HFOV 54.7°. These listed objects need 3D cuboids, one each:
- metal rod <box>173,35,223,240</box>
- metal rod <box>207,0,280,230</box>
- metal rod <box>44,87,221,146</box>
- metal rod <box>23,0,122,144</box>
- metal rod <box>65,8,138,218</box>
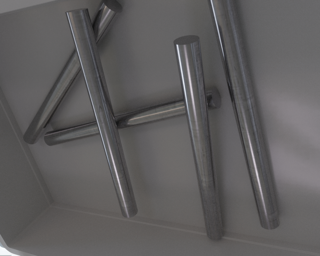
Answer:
[{"bbox_3d":[0.054,0.036,0.379,0.025,0.025,0.298,5,128,25],"label":"metal rod"},{"bbox_3d":[0.100,-0.005,0.352,0.025,0.025,0.298,-5,116,30],"label":"metal rod"},{"bbox_3d":[-0.059,-0.008,0.434,0.300,0.025,0.025,-12,112,33],"label":"metal rod"},{"bbox_3d":[-0.139,-0.061,0.444,0.025,0.025,0.299,45,129,-3],"label":"metal rod"},{"bbox_3d":[-0.069,0.000,0.411,0.025,0.025,0.298,5,121,26],"label":"metal rod"}]
